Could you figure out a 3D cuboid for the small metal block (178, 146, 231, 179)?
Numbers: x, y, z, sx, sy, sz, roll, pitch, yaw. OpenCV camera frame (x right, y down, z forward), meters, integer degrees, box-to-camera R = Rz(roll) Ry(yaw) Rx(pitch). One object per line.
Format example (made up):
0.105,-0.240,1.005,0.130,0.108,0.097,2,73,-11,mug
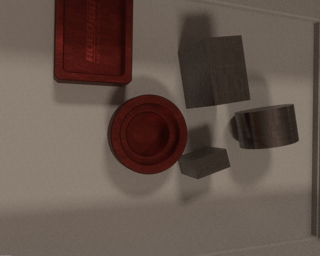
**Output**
0.058,0.046,0.420,0.050,0.050,0.025,-17,96,-20,small metal block

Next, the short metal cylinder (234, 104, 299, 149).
0.150,-0.003,0.439,0.081,0.080,0.050,-11,94,-20,short metal cylinder

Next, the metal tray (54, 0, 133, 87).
-0.081,-0.119,0.378,0.091,0.030,0.129,1,90,-21,metal tray

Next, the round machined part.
-0.018,0.008,0.396,0.099,0.042,0.097,0,90,-21,round machined part

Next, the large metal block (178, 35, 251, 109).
0.068,-0.070,0.408,0.050,0.080,0.079,-10,94,-20,large metal block
